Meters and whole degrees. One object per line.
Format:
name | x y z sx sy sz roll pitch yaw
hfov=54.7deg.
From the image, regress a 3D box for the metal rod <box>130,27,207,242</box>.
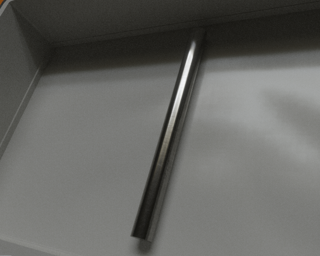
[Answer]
metal rod | 0.019 -0.009 0.400 0.025 0.025 0.300 3 63 29
